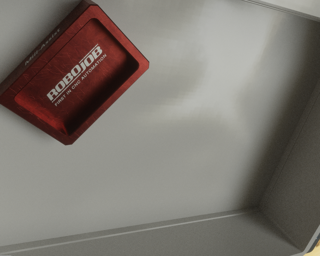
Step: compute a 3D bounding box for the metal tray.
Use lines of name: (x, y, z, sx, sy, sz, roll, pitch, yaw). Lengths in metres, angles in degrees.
metal tray: (-0.087, -0.054, 0.324, 0.130, 0.030, 0.090, -45, 129, 3)
